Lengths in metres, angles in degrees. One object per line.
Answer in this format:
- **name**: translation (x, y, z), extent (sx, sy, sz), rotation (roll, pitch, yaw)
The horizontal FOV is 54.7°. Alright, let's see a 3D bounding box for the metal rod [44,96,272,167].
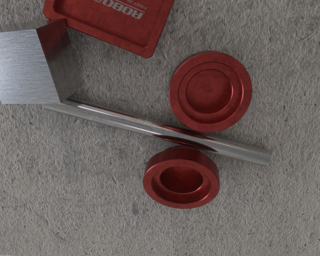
- **metal rod**: translation (0.002, 0.003, 0.410), extent (0.302, 0.025, 0.025), rotation (15, 109, -6)

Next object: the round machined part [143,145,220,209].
- **round machined part**: translation (0.029, 0.061, 0.413), extent (0.099, 0.042, 0.097), rotation (3, 130, 4)

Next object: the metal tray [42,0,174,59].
- **metal tray**: translation (-0.054, -0.146, 0.352), extent (0.131, 0.030, 0.089), rotation (21, 109, -8)

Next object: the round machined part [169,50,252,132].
- **round machined part**: translation (0.060, -0.047, 0.384), extent (0.099, 0.042, 0.097), rotation (0, 110, 0)

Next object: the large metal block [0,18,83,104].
- **large metal block**: translation (-0.145, -0.074, 0.350), extent (0.080, 0.050, 0.079), rotation (1, 120, 18)
